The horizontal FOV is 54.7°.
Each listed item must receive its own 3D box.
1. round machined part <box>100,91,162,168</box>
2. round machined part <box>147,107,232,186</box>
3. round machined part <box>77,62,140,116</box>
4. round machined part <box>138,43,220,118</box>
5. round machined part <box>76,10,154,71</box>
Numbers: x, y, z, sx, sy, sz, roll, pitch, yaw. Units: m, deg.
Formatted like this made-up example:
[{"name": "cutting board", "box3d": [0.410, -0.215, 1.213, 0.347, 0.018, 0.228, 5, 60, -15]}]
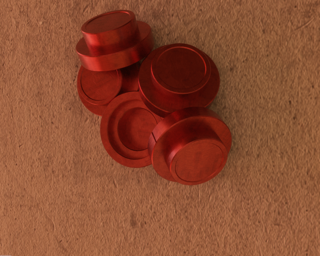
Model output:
[{"name": "round machined part", "box3d": [-0.025, 0.002, 0.409, 0.098, 0.042, 0.097, 0, 90, 19]}, {"name": "round machined part", "box3d": [0.038, 0.028, 0.358, 0.098, 0.098, 0.042, -45, 36, 14]}, {"name": "round machined part", "box3d": [-0.073, -0.064, 0.427, 0.098, 0.042, 0.097, 0, 90, 19]}, {"name": "round machined part", "box3d": [0.023, -0.061, 0.369, 0.099, 0.042, 0.098, 1, 68, -3]}, {"name": "round machined part", "box3d": [-0.059, -0.115, 0.390, 0.098, 0.098, 0.042, 1, 132, 19]}]
